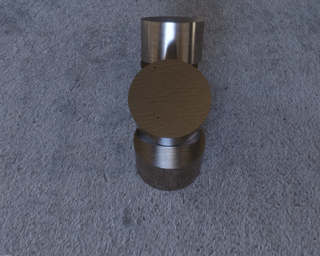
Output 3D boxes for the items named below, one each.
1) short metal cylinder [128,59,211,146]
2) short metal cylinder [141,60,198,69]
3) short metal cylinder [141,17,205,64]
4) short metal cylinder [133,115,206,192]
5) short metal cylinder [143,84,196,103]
[{"bbox_3d":[0.010,-0.024,0.323,0.080,0.050,0.080,0,78,1],"label":"short metal cylinder"},{"bbox_3d":[0.013,-0.076,0.453,0.080,0.050,0.080,0,50,0],"label":"short metal cylinder"},{"bbox_3d":[0.016,-0.115,0.401,0.081,0.050,0.080,1,25,0],"label":"short metal cylinder"},{"bbox_3d":[0.011,0.027,0.366,0.080,0.050,0.080,0,50,0],"label":"short metal cylinder"},{"bbox_3d":[0.012,-0.035,0.400,0.080,0.080,0.050,1,50,1],"label":"short metal cylinder"}]
